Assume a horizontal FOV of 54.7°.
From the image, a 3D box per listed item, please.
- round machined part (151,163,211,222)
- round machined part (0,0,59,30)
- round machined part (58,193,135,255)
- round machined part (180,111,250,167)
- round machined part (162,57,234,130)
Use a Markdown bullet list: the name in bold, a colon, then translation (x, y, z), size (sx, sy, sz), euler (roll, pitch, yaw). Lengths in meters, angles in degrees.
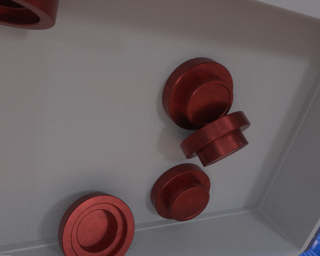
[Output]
- **round machined part**: translation (0.039, 0.107, 0.487), size (0.099, 0.042, 0.097), euler (-14, 125, -21)
- **round machined part**: translation (-0.126, -0.111, 0.230), size (0.099, 0.098, 0.042), euler (10, 90, -33)
- **round machined part**: translation (-0.087, 0.136, 0.418), size (0.099, 0.042, 0.097), euler (1, 88, -32)
- **round machined part**: translation (0.080, 0.020, 0.423), size (0.099, 0.042, 0.098), euler (-26, 167, -6)
- **round machined part**: translation (0.056, -0.039, 0.406), size (0.099, 0.042, 0.097), euler (-14, 125, -21)
